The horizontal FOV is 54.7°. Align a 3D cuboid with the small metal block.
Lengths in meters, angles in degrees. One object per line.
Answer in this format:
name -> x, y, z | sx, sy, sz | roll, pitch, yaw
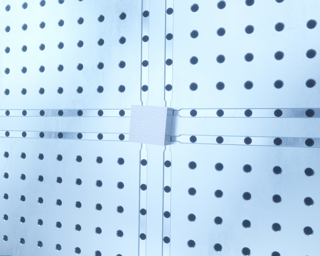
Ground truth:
small metal block -> -0.012, -0.004, 0.416 | 0.050, 0.025, 0.050 | 5, 92, 19
